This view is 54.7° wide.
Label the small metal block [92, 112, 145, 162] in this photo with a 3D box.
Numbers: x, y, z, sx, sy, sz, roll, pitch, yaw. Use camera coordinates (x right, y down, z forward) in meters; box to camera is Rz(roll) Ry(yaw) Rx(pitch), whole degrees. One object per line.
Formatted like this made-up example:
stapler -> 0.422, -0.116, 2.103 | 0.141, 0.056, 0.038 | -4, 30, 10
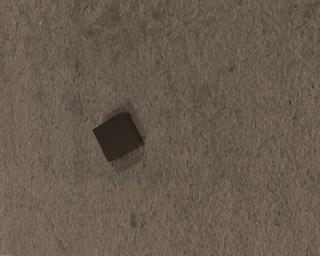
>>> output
small metal block -> -0.057, 0.012, 0.428 | 0.050, 0.025, 0.050 | -30, 81, 17
